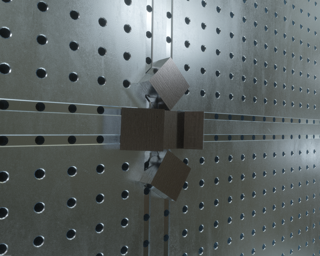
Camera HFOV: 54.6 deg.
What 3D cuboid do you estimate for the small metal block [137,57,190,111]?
[{"bbox_3d":[0.006,-0.057,0.413,0.050,0.025,0.050,-52,120,-28],"label":"small metal block"}]

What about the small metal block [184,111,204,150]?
[{"bbox_3d":[0.048,0.004,0.431,0.050,0.025,0.050,11,80,-80],"label":"small metal block"}]

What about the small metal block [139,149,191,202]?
[{"bbox_3d":[0.008,0.063,0.414,0.050,0.025,0.050,41,66,-31],"label":"small metal block"}]

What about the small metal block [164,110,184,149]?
[{"bbox_3d":[0.007,0.003,0.413,0.050,0.025,0.050,2,88,-40],"label":"small metal block"}]

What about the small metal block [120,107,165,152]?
[{"bbox_3d":[-0.021,0.002,0.374,0.050,0.025,0.050,2,89,-4],"label":"small metal block"}]
